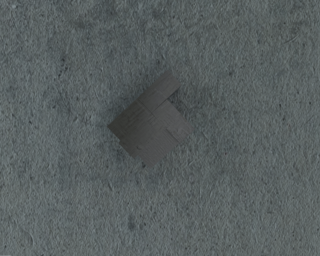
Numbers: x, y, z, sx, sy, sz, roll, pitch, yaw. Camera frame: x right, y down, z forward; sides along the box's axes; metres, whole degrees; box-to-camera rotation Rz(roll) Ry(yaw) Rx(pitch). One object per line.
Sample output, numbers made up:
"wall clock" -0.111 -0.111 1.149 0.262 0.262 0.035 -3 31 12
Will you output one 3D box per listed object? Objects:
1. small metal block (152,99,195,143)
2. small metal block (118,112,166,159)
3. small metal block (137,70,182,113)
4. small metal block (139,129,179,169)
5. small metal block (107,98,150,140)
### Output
"small metal block" 0.016 -0.008 0.399 0.025 0.050 0.050 -43 91 0
"small metal block" -0.020 0.008 0.373 0.050 0.050 0.025 -43 91 0
"small metal block" -0.001 -0.044 0.398 0.050 0.050 0.025 -43 91 0
"small metal block" -0.011 0.018 0.411 0.050 0.025 0.050 -43 91 0
"small metal block" -0.037 -0.010 0.398 0.050 0.050 0.025 -43 91 0
